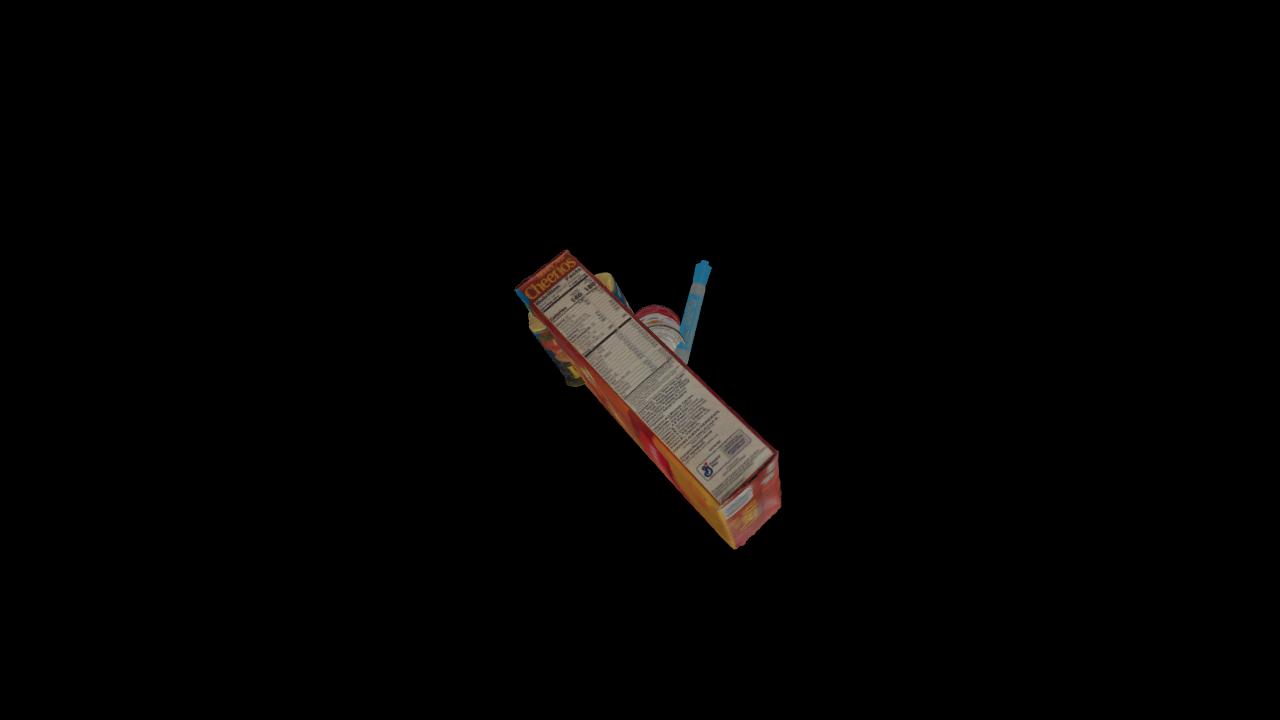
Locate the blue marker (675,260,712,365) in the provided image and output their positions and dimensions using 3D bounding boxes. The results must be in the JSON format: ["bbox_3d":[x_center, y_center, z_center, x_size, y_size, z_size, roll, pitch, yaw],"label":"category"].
[{"bbox_3d":[0.059,-0.055,0.699,0.020,0.121,0.020,14,-4,1],"label":"blue marker"}]

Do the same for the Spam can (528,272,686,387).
[{"bbox_3d":[-0.053,-0.032,0.639,0.101,0.085,0.058,-25,38,7],"label":"Spam can"}]

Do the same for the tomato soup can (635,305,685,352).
[{"bbox_3d":[0.020,-0.023,0.735,0.068,0.068,0.101,0,18,-1],"label":"tomato soup can"}]

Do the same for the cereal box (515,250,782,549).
[{"bbox_3d":[0.012,0.044,0.640,0.306,0.081,0.203,45,-9,27],"label":"cereal box"}]
